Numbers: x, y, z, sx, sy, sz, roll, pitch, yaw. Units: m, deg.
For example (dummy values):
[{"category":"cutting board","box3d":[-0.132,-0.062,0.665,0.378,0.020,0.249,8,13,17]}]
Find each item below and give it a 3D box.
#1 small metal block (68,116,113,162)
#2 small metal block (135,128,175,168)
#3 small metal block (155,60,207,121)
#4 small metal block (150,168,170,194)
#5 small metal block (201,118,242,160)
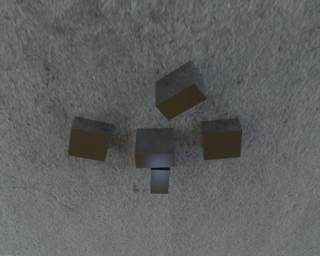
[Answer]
[{"category":"small metal block","box3d":[-0.094,0.016,0.419,0.050,0.025,0.050,12,129,-11]},{"category":"small metal block","box3d":[-0.006,0.026,0.413,0.050,0.050,0.025,-1,130,1]},{"category":"small metal block","box3d":[0.023,-0.043,0.354,0.050,0.050,0.025,-29,125,22]},{"category":"small metal block","box3d":[0.000,0.058,0.440,0.025,0.050,0.050,2,130,-2]},{"category":"small metal block","box3d":[0.083,0.016,0.422,0.050,0.025,0.050,-5,130,4]}]
